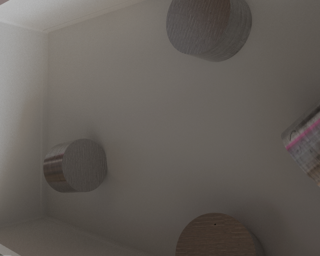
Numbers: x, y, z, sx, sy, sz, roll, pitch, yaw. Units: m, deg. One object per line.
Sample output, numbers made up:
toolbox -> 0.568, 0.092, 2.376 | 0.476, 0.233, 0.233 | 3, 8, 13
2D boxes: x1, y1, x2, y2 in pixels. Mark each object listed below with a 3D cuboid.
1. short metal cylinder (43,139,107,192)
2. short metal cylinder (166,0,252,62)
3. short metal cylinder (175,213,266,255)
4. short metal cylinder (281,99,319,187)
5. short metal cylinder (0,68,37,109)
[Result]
short metal cylinder -> -0.130, 0.059, 0.478 | 0.050, 0.081, 0.080 | -12, 82, 39
short metal cylinder -> 0.054, -0.118, 0.346 | 0.080, 0.050, 0.080 | 0, 90, 40
short metal cylinder -> 0.063, 0.133, 0.317 | 0.080, 0.050, 0.080 | -15, 55, 22
short metal cylinder -> 0.147, 0.016, 0.249 | 0.050, 0.081, 0.080 | -51, 60, 28
short metal cylinder -> -0.300, -0.080, 0.641 | 0.080, 0.050, 0.080 | 0, 90, 40
